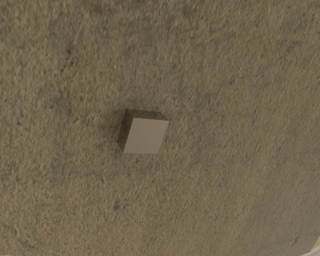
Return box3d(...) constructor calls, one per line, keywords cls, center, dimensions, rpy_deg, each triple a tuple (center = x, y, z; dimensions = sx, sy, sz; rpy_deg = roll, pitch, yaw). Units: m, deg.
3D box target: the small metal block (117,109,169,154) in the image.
box3d(cls="small metal block", center=(-0.022, 0.005, 0.399), dimensions=(0.050, 0.025, 0.050), rpy_deg=(4, 116, -31))
